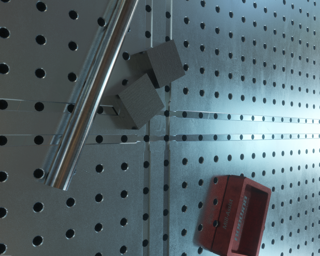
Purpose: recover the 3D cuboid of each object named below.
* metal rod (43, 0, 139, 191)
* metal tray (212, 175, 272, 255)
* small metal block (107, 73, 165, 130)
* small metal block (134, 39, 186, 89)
[{"bbox_3d":[-0.063,-0.077,0.355,0.025,0.025,0.299,29,72,-37],"label":"metal rod"},{"bbox_3d":[0.141,0.154,0.523,0.090,0.030,0.130,27,73,-37],"label":"metal tray"},{"bbox_3d":[-0.029,-0.033,0.385,0.050,0.025,0.050,-43,116,-31],"label":"small metal block"},{"bbox_3d":[0.001,-0.084,0.410,0.050,0.025,0.050,-33,111,-35],"label":"small metal block"}]
